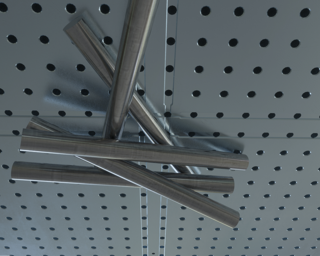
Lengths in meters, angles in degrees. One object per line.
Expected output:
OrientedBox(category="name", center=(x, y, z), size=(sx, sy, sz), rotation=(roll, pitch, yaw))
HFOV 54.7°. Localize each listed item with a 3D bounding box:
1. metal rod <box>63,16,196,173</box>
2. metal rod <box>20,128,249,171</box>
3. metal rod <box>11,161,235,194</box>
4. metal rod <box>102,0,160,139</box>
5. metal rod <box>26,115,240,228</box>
OrientedBox(category="metal rod", center=(-0.017, -0.009, 0.404), size=(0.025, 0.025, 0.300), rotation=(-23, 127, 18))
OrientedBox(category="metal rod", center=(-0.014, 0.032, 0.397), size=(0.302, 0.025, 0.025), rotation=(8, 131, -24))
OrientedBox(category="metal rod", center=(-0.045, 0.070, 0.432), size=(0.302, 0.025, 0.025), rotation=(5, 130, -8))
OrientedBox(category="metal rod", center=(-0.047, -0.025, 0.355), size=(0.025, 0.025, 0.298), rotation=(11, 140, -10))
OrientedBox(category="metal rod", center=(-0.026, 0.063, 0.406), size=(0.301, 0.025, 0.025), rotation=(27, 125, -12))
